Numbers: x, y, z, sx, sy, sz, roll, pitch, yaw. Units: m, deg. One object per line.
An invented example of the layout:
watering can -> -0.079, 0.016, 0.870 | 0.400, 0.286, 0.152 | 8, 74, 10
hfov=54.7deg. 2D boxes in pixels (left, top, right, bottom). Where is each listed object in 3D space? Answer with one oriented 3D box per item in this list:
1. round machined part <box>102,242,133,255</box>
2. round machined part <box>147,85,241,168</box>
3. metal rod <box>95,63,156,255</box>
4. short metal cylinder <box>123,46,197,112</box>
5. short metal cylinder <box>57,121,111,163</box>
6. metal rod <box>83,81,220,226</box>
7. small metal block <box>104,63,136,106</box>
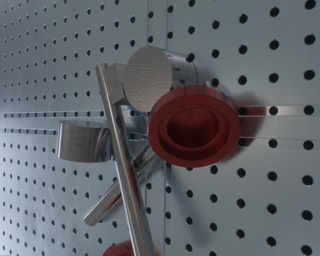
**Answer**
round machined part -> -0.056, 0.219, 0.445 | 0.098, 0.042, 0.097 | 0, 90, 40
round machined part -> 0.036, -0.005, 0.345 | 0.098, 0.098, 0.042 | -48, 22, 29
metal rod -> -0.050, 0.037, 0.420 | 0.025, 0.025, 0.299 | -35, 59, 34
short metal cylinder -> 0.000, -0.060, 0.393 | 0.080, 0.050, 0.079 | 1, 92, 40
short metal cylinder -> -0.112, 0.018, 0.466 | 0.080, 0.081, 0.050 | 12, 98, 39
metal rod -> -0.025, 0.051, 0.430 | 0.299, 0.025, 0.025 | -48, 62, 29
small metal block -> -0.045, -0.059, 0.430 | 0.025, 0.050, 0.050 | -27, 73, 37
